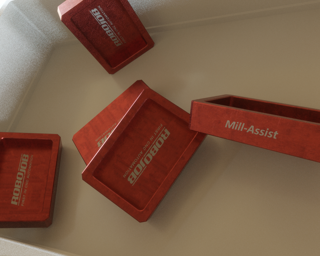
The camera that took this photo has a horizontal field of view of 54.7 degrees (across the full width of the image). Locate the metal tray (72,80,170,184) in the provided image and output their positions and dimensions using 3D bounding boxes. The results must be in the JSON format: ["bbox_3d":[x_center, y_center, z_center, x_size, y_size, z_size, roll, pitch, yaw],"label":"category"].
[{"bbox_3d":[-0.049,0.004,0.424,0.130,0.030,0.090,-41,51,0],"label":"metal tray"}]

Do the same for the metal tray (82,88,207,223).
[{"bbox_3d":[-0.015,0.030,0.361,0.090,0.030,0.130,34,83,10],"label":"metal tray"}]

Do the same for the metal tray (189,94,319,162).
[{"bbox_3d":[0.107,-0.006,0.311,0.130,0.091,0.030,15,108,33],"label":"metal tray"}]

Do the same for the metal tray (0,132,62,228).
[{"bbox_3d":[-0.190,0.069,0.427,0.091,0.030,0.130,3,56,-10],"label":"metal tray"}]

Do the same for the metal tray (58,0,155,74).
[{"bbox_3d":[-0.076,-0.151,0.469,0.090,0.130,0.030,-33,52,6],"label":"metal tray"}]
